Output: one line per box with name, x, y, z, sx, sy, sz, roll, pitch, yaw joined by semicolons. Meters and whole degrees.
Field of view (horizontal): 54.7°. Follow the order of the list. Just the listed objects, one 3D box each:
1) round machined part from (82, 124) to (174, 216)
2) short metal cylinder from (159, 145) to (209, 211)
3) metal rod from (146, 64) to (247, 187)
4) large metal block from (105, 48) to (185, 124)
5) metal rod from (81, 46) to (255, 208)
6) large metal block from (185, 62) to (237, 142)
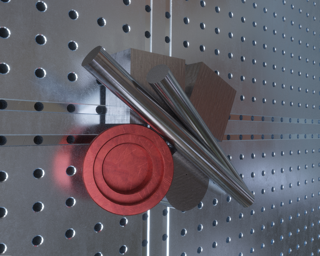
round machined part;-0.037;0.045;0.348;0.099;0.042;0.097;1;87;-17
short metal cylinder;0.019;0.062;0.403;0.081;0.050;0.079;0;90;-40
metal rod;0.067;0.026;0.412;0.300;0.025;0.025;49;60;-45
large metal block;-0.017;-0.044;0.370;0.081;0.050;0.079;1;90;-40
metal rod;0.031;0.019;0.364;0.300;0.025;0.025;42;65;-33
large metal block;0.054;-0.033;0.432;0.080;0.050;0.080;31;71;-36
